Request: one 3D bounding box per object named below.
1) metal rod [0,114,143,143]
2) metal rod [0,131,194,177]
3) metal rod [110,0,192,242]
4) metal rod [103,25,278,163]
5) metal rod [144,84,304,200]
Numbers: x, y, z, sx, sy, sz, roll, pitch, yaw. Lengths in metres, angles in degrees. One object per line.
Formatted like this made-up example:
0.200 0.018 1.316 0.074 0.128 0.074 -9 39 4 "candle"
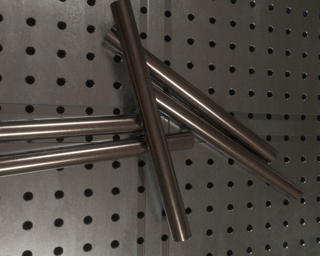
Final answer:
-0.163 0.003 0.352 0.303 0.025 0.025 -4 92 -20 "metal rod"
-0.099 0.033 0.376 0.303 0.025 0.025 -7 93 -20 "metal rod"
-0.010 -0.004 0.382 0.025 0.025 0.298 -17 96 -20 "metal rod"
0.054 -0.038 0.433 0.301 0.025 0.025 35 79 -17 "metal rod"
0.098 0.026 0.450 0.301 0.025 0.025 33 79 -18 "metal rod"
